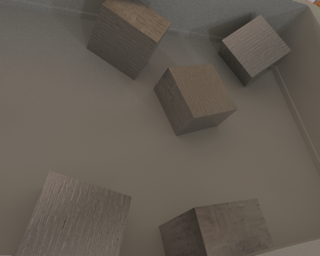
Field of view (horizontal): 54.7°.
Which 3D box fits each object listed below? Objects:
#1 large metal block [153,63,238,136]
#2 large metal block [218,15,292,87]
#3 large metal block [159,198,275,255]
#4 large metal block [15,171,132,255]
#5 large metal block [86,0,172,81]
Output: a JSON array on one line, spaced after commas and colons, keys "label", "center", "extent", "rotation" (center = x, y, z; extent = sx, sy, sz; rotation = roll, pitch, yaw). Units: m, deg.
[{"label": "large metal block", "center": [0.050, -0.042, 0.442], "extent": [0.081, 0.050, 0.080], "rotation": [-13, 68, -33]}, {"label": "large metal block", "center": [0.159, -0.131, 0.532], "extent": [0.080, 0.050, 0.080], "rotation": [-34, 80, -4]}, {"label": "large metal block", "center": [0.057, 0.115, 0.330], "extent": [0.081, 0.080, 0.050], "rotation": [0, 62, -28]}, {"label": "large metal block", "center": [-0.080, 0.097, 0.287], "extent": [0.080, 0.050, 0.080], "rotation": [22, 54, -15]}, {"label": "large metal block", "center": [-0.044, -0.126, 0.423], "extent": [0.080, 0.080, 0.050], "rotation": [34, 51, -7]}]
